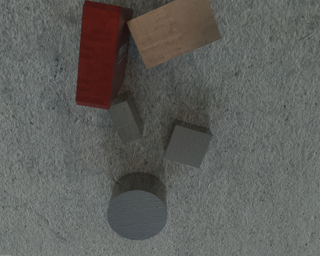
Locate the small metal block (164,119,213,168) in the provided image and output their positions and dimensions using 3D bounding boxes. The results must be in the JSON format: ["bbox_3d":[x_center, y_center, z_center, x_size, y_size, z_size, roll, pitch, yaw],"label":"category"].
[{"bbox_3d":[0.037,0.021,0.418,0.050,0.025,0.050,17,109,-6],"label":"small metal block"}]

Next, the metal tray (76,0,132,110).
[{"bbox_3d":[-0.054,-0.081,0.323,0.030,0.130,0.089,9,110,-3],"label":"metal tray"}]

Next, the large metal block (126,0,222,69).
[{"bbox_3d":[0.014,-0.109,0.340,0.080,0.080,0.050,-21,109,7],"label":"large metal block"}]

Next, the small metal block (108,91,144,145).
[{"bbox_3d":[-0.042,-0.014,0.391,0.025,0.050,0.050,-19,109,7],"label":"small metal block"}]

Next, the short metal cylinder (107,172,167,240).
[{"bbox_3d":[-0.030,0.109,0.436,0.081,0.050,0.079,0,110,0],"label":"short metal cylinder"}]
